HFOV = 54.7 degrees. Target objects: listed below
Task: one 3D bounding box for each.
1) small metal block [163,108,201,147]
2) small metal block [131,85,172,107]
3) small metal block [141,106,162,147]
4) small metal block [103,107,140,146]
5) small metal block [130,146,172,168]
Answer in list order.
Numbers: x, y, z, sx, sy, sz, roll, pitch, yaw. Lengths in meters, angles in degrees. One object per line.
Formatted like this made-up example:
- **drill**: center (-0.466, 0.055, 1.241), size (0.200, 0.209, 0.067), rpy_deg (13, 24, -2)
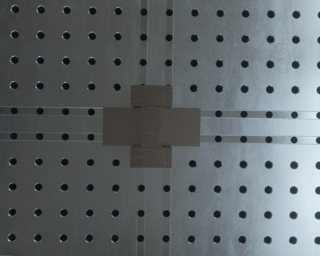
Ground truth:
- **small metal block**: center (0.027, -0.001, 0.413), size (0.050, 0.025, 0.050), rpy_deg (1, 90, -1)
- **small metal block**: center (-0.010, -0.039, 0.400), size (0.050, 0.050, 0.025), rpy_deg (1, 90, -1)
- **small metal block**: center (-0.011, -0.002, 0.400), size (0.025, 0.050, 0.050), rpy_deg (1, 90, 0)
- **small metal block**: center (-0.049, -0.002, 0.412), size (0.050, 0.025, 0.050), rpy_deg (1, 90, -1)
- **small metal block**: center (-0.011, 0.036, 0.400), size (0.050, 0.050, 0.025), rpy_deg (1, 90, -1)
